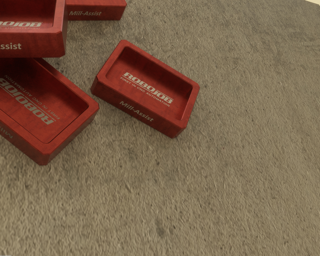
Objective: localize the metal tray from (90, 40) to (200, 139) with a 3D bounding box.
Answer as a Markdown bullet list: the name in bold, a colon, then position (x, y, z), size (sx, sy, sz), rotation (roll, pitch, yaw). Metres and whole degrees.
- **metal tray**: position (-0.016, -0.054, 0.424), size (0.131, 0.030, 0.090), rotation (30, 52, -9)

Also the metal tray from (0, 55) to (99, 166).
- **metal tray**: position (-0.146, -0.032, 0.341), size (0.130, 0.030, 0.090), rotation (39, 51, -2)

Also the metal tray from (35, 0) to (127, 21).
- **metal tray**: position (-0.125, -0.203, 0.457), size (0.131, 0.030, 0.090), rotation (-14, 69, -34)

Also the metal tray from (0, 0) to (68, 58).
- **metal tray**: position (-0.172, -0.115, 0.341), size (0.131, 0.030, 0.090), rotation (-3, 48, -11)
